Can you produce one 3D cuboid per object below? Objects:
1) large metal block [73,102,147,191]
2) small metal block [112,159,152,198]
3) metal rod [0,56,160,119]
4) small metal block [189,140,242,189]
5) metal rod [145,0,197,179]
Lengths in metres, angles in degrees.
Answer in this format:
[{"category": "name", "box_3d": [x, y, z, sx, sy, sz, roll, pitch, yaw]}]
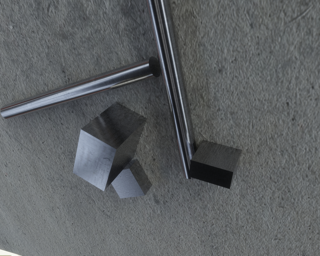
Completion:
[{"category": "large metal block", "box_3d": [-0.067, 0.023, 0.420, 0.050, 0.080, 0.079, 29, 128, 10]}, {"category": "small metal block", "box_3d": [-0.048, 0.079, 0.480, 0.050, 0.025, 0.050, -15, 111, 34]}, {"category": "metal rod", "box_3d": [-0.131, -0.049, 0.443, 0.300, 0.025, 0.025, -10, 113, 32]}, {"category": "small metal block", "box_3d": [0.069, 0.043, 0.380, 0.050, 0.050, 0.025, 15, 122, 19]}, {"category": "metal rod", "box_3d": [0.013, -0.069, 0.356, 0.025, 0.025, 0.298, 1, 119, 27]}]
